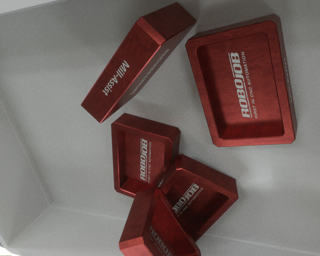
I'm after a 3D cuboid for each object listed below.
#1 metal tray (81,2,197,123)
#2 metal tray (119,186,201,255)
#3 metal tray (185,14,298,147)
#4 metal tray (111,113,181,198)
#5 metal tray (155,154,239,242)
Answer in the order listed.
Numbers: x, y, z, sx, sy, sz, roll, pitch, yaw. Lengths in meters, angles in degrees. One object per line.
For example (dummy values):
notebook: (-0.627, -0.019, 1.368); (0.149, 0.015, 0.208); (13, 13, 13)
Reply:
metal tray: (-0.024, -0.069, 0.336); (0.030, 0.090, 0.129); (44, 129, -2)
metal tray: (0.007, 0.148, 0.377); (0.030, 0.090, 0.130); (-23, 112, 21)
metal tray: (0.089, -0.044, 0.331); (0.090, 0.030, 0.129); (-5, 116, 30)
metal tray: (-0.022, 0.050, 0.447); (0.090, 0.030, 0.129); (16, 125, 19)
metal tray: (0.033, 0.105, 0.424); (0.090, 0.030, 0.129); (26, 121, -11)
